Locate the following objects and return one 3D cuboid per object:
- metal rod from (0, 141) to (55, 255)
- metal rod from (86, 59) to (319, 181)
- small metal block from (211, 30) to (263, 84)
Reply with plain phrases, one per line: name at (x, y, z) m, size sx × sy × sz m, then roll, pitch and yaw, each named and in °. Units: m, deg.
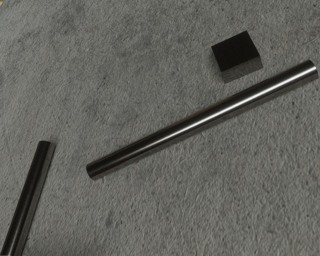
metal rod at (-0.194, 0.156, 0.409) m, size 0.025 × 0.025 × 0.299 m, roll -6°, pitch 59°, yaw 25°
metal rod at (0.041, -0.004, 0.384) m, size 0.301 × 0.025 × 0.025 m, roll -25°, pitch 53°, yaw 12°
small metal block at (0.101, -0.094, 0.409) m, size 0.050 × 0.025 × 0.050 m, roll -22°, pitch 53°, yaw 14°
